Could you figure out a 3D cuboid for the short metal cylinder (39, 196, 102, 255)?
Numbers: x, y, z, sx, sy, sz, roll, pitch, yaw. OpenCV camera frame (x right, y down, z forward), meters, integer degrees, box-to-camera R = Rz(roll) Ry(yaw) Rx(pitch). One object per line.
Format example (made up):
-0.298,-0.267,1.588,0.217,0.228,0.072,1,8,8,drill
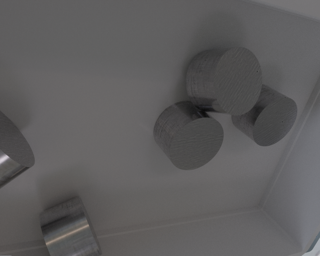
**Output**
-0.113,0.134,0.394,0.050,0.080,0.080,-22,127,-15,short metal cylinder

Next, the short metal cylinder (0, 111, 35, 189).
-0.167,0.020,0.294,0.050,0.080,0.080,-36,129,-4,short metal cylinder

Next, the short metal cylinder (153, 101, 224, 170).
0.038,0.010,0.419,0.081,0.050,0.079,-14,125,-21,short metal cylinder

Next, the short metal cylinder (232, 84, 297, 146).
0.156,-0.019,0.465,0.081,0.050,0.079,-14,124,-21,short metal cylinder

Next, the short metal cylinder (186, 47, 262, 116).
0.079,-0.057,0.383,0.081,0.050,0.079,-6,100,-33,short metal cylinder
